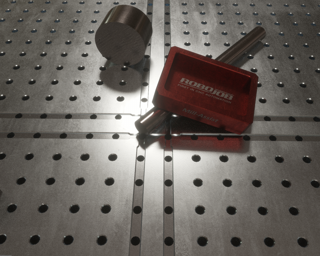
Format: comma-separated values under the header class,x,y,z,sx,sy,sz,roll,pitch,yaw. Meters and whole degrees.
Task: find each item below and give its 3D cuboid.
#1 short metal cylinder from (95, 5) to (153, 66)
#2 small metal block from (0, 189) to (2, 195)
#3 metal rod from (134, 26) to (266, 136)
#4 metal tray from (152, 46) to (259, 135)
class,x,y,z,sx,sy,sz,roll,pitch,yaw
short metal cylinder,-0.057,-0.147,0.495,0.080,0.080,0.050,9,51,7
small metal block,-0.210,0.063,0.335,0.050,0.050,0.025,10,51,8
metal rod,0.076,-0.084,0.479,0.025,0.025,0.302,35,58,25
metal tray,0.064,-0.053,0.424,0.131,0.030,0.090,19,58,-2
